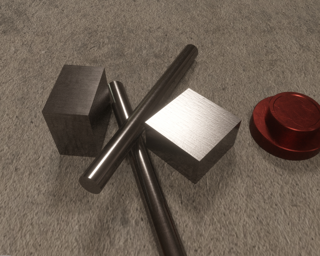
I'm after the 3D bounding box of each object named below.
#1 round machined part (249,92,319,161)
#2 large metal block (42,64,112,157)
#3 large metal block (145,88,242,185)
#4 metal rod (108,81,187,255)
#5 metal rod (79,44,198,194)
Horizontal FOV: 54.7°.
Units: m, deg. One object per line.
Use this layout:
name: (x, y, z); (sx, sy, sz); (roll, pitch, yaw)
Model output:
round machined part: (0.170, -0.009, 0.402); (0.099, 0.042, 0.098); (0, 50, 0)
large metal block: (-0.097, -0.020, 0.383); (0.050, 0.080, 0.080); (5, 50, 3)
large metal block: (0.039, 0.008, 0.381); (0.080, 0.050, 0.080); (35, 58, 25)
metal rod: (-0.019, 0.050, 0.360); (0.025, 0.025, 0.299); (-14, 52, -12)
metal rod: (-0.009, -0.035, 0.407); (0.025, 0.025, 0.301); (19, 45, 15)
